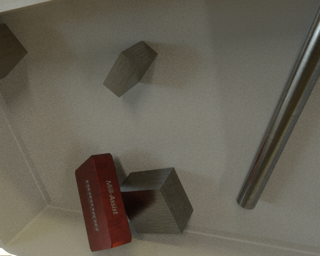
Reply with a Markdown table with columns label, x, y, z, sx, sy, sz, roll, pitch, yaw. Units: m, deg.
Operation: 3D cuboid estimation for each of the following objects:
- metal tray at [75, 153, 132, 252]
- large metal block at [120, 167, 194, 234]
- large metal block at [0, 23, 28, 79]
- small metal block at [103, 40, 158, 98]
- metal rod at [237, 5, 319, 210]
| label | x | y | z | sx | sy | sz | roll | pitch | yaw |
| --- | --- | --- | --- | --- | --- | --- | --- | --- | --- |
| metal tray | -0.089 | 0.113 | 0.465 | 0.090 | 0.030 | 0.129 | -37 | 64 | 51 |
| large metal block | -0.008 | 0.110 | 0.463 | 0.080 | 0.050 | 0.080 | -12 | 113 | 33 |
| large metal block | -0.254 | -0.098 | 0.444 | 0.080 | 0.080 | 0.050 | -27 | 104 | 37 |
| small metal block | -0.035 | -0.070 | 0.366 | 0.025 | 0.050 | 0.050 | 41 | 129 | 0 |
| metal rod | 0.136 | -0.022 | 0.323 | 0.025 | 0.025 | 0.298 | 21 | 126 | 15 |
